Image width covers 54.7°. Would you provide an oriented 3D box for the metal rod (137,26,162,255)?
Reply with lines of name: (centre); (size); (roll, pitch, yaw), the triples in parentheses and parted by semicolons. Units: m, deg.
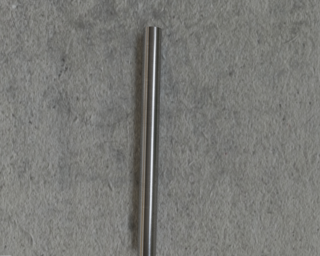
metal rod: (-0.014, 0.019, 0.409); (0.025, 0.025, 0.298); (1, 90, -1)
